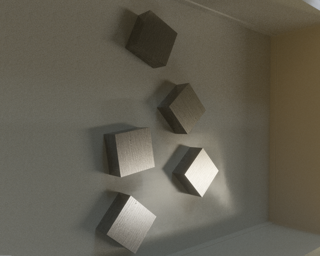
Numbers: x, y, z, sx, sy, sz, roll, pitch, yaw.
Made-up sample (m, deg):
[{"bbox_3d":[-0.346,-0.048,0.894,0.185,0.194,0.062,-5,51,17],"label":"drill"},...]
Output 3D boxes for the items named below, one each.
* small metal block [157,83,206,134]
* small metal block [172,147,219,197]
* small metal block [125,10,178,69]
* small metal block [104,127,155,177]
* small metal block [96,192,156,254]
[{"bbox_3d":[0.031,-0.027,0.432,0.050,0.025,0.050,-51,120,-28],"label":"small metal block"},{"bbox_3d":[0.053,0.063,0.451,0.050,0.025,0.050,-51,120,-27],"label":"small metal block"},{"bbox_3d":[-0.010,-0.112,0.398,0.050,0.025,0.050,30,71,-36],"label":"small metal block"},{"bbox_3d":[-0.037,0.028,0.376,0.050,0.025,0.050,-12,98,-39],"label":"small metal block"},{"bbox_3d":[-0.040,0.114,0.373,0.050,0.025,0.050,47,62,-30],"label":"small metal block"}]
